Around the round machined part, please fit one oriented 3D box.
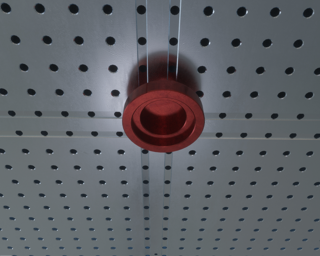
[{"bbox_3d":[0.004,-0.018,0.385,0.099,0.042,0.097,0,130,0],"label":"round machined part"}]
